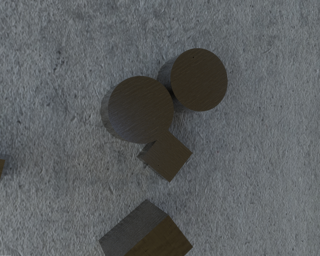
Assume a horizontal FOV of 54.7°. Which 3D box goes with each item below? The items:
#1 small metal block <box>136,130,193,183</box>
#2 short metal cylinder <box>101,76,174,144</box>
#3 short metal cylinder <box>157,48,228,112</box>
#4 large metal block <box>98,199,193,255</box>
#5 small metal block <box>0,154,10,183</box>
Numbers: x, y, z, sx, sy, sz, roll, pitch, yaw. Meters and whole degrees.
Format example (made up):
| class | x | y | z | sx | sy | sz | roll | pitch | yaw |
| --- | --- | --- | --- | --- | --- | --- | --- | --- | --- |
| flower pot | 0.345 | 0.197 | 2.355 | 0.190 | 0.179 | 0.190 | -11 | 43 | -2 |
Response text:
| class | x | y | z | sx | sy | sz | roll | pitch | yaw |
| --- | --- | --- | --- | --- | --- | --- | --- | --- | --- |
| small metal block | 0.006 | 0.036 | 0.412 | 0.050 | 0.025 | 0.050 | 43 | 76 | -15 |
| short metal cylinder | -0.030 | -0.021 | 0.386 | 0.081 | 0.050 | 0.079 | 0 | 90 | -21 |
| short metal cylinder | 0.042 | -0.061 | 0.412 | 0.081 | 0.050 | 0.079 | 0 | 90 | -21 |
| large metal block | -0.020 | 0.140 | 0.373 | 0.080 | 0.080 | 0.050 | -39 | 103 | -16 |
| small metal block | -0.190 | 0.038 | 0.326 | 0.050 | 0.050 | 0.025 | 14 | 85 | -20 |
